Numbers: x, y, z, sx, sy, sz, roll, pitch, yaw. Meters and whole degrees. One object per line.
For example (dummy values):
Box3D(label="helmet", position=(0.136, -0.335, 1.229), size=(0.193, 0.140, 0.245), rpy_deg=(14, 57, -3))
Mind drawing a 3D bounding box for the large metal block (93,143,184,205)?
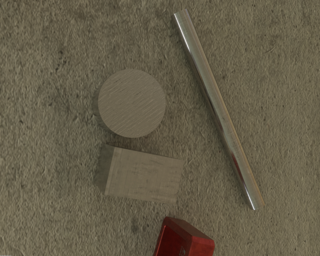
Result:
Box3D(label="large metal block", position=(-0.029, 0.052, 0.369), size=(0.081, 0.080, 0.050), rpy_deg=(13, 86, -20))

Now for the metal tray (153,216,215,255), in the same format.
Box3D(label="metal tray", position=(0.017, 0.186, 0.380), size=(0.030, 0.090, 0.129), rpy_deg=(19, 84, -19))

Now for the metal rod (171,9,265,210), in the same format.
Box3D(label="metal rod", position=(0.085, -0.020, 0.440), size=(0.025, 0.025, 0.299), rpy_deg=(-27, 99, -18))

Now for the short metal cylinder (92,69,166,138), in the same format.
Box3D(label="short metal cylinder", position=(-0.040, -0.029, 0.381), size=(0.081, 0.050, 0.079), rpy_deg=(0, 90, -20))
